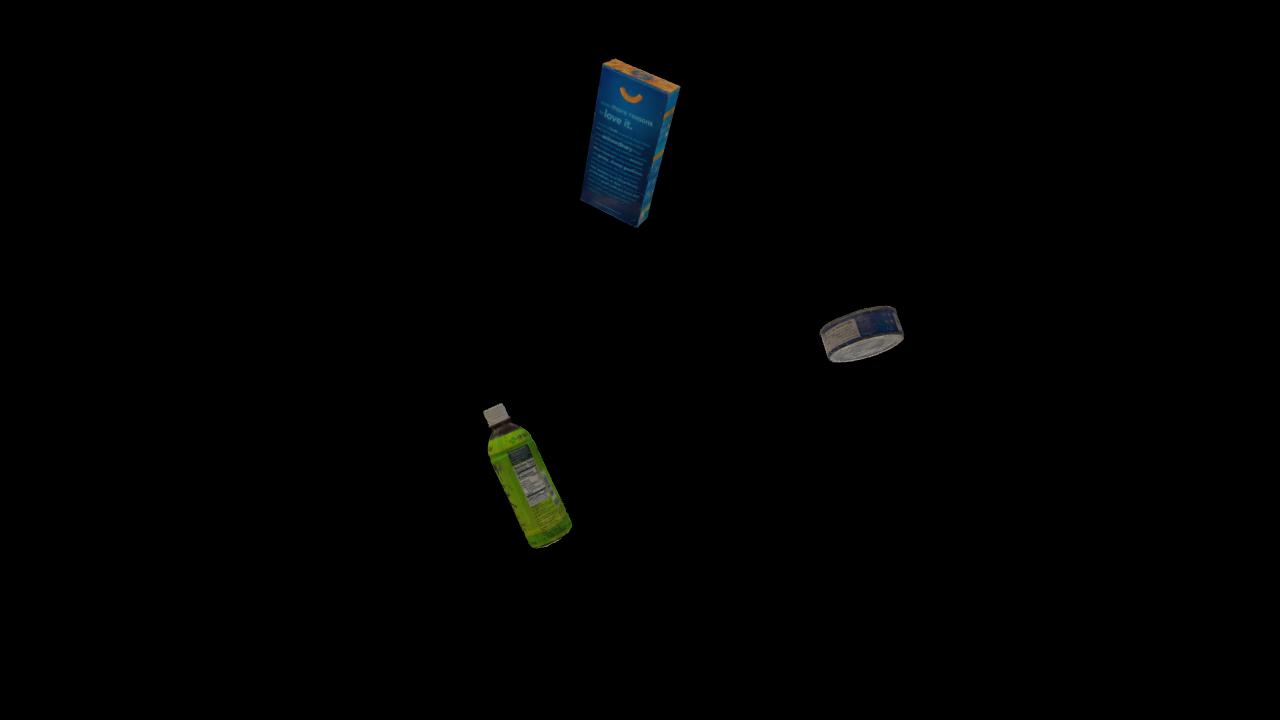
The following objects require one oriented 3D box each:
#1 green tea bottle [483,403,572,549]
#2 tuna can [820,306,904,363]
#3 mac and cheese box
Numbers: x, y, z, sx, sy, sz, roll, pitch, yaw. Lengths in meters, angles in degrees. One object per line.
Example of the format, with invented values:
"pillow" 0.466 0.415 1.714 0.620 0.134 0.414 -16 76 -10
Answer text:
"green tea bottle" -0.169 0.164 0.894 0.073 0.212 0.073 -22 3 1
"tuna can" 0.244 -0.027 0.676 0.084 0.034 0.084 -11 -18 -4
"mac and cheese box" -0.017 -0.269 0.779 0.093 0.184 0.041 29 46 11
